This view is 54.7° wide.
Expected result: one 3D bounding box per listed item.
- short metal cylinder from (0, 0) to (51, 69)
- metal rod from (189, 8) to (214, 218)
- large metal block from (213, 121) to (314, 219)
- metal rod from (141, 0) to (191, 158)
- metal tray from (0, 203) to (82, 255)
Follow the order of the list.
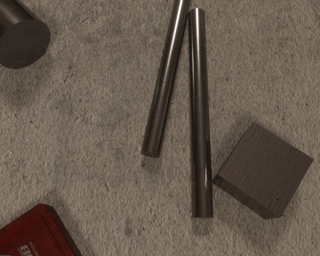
[{"bbox_3d":[-0.200,-0.128,0.423,0.080,0.080,0.050,-43,76,-14],"label":"short metal cylinder"},{"bbox_3d":[0.054,-0.033,0.420,0.025,0.025,0.299,1,70,0],"label":"metal rod"},{"bbox_3d":[0.122,0.053,0.377,0.080,0.050,0.080,34,73,11],"label":"large metal block"},{"bbox_3d":[0.016,-0.104,0.446,0.025,0.025,0.299,10,70,3],"label":"metal rod"},{"bbox_3d":[-0.134,0.163,0.344,0.090,0.030,0.130,-34,74,-12],"label":"metal tray"}]
